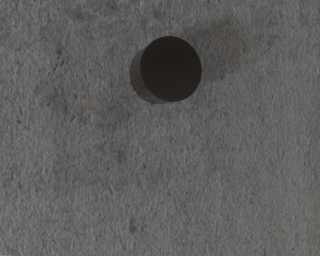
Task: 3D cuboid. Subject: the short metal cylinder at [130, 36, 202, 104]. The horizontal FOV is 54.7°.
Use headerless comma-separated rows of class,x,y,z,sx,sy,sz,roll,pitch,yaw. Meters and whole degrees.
short metal cylinder,0.006,-0.072,0.399,0.081,0.050,0.079,0,90,-21
